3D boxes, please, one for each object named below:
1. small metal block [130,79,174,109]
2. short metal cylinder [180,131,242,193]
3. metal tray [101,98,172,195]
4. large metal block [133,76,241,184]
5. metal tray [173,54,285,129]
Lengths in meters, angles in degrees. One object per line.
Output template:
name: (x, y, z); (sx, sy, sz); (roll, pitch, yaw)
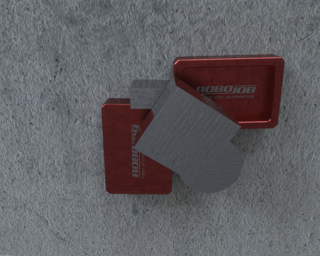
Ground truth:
small metal block: (-0.009, -0.043, 0.382); (0.050, 0.050, 0.025); (1, 110, -1)
short metal cylinder: (0.063, 0.039, 0.412); (0.080, 0.050, 0.079); (0, 110, 0)
metal tray: (-0.028, 0.026, 0.419); (0.091, 0.030, 0.129); (1, 110, 0)
large metal block: (0.028, 0.001, 0.344); (0.080, 0.050, 0.080); (31, 107, -11)
metal tray: (0.083, -0.045, 0.392); (0.131, 0.030, 0.089); (-2, 110, 0)
